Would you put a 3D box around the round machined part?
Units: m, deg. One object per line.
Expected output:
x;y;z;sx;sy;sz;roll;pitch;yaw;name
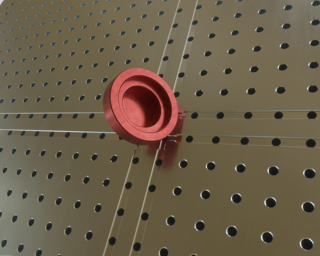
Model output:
-0.028;-0.025;0.401;0.042;0.099;0.098;-27;44;52;round machined part
